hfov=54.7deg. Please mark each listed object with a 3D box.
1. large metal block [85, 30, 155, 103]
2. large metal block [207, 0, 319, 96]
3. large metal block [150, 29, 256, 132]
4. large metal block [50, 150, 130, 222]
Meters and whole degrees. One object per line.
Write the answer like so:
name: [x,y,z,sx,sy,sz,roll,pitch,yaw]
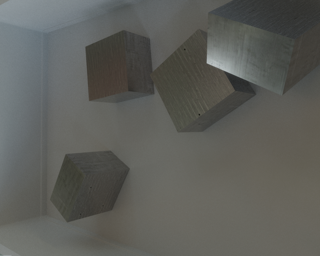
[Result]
large metal block: [-0.058,-0.082,0.438,0.080,0.050,0.080,-8,85,39]
large metal block: [0.100,-0.083,0.279,0.080,0.080,0.050,33,145,35]
large metal block: [0.046,-0.050,0.352,0.080,0.050,0.080,-38,67,33]
large metal block: [-0.103,0.082,0.456,0.050,0.081,0.079,37,113,34]
